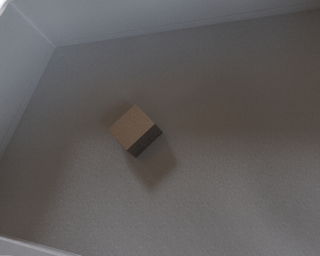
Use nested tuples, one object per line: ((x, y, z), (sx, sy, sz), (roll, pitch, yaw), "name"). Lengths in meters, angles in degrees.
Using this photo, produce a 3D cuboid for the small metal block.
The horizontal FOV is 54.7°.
((-0.033, 0.004, 0.419), (0.050, 0.025, 0.050), (-44, 51, -2), "small metal block")
